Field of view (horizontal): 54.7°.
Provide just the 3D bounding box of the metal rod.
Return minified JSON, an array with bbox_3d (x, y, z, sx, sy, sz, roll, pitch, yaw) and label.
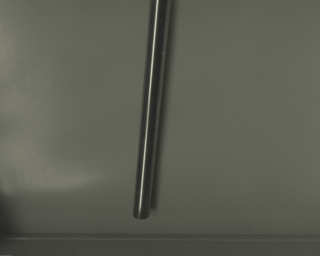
[{"bbox_3d":[-0.013,-0.012,0.406,0.025,0.025,0.298,5,110,-2],"label":"metal rod"}]
